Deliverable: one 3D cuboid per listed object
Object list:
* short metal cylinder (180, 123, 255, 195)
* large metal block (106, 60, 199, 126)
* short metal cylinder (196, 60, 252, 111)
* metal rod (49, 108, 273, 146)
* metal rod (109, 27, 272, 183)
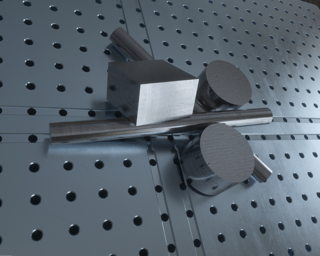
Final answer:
[{"bbox_3d":[0.074,0.041,0.402,0.081,0.050,0.080,14,56,-21],"label":"short metal cylinder"},{"bbox_3d":[-0.012,-0.048,0.387,0.081,0.050,0.080,-11,33,-32],"label":"large metal block"},{"bbox_3d":[0.091,-0.056,0.471,0.081,0.050,0.080,14,56,-21],"label":"short metal cylinder"},{"bbox_3d":[0.019,-0.005,0.396,0.303,0.025,0.025,-5,64,-24],"label":"metal rod"},{"bbox_3d":[0.043,-0.034,0.448,0.300,0.025,0.025,44,51,2],"label":"metal rod"}]
